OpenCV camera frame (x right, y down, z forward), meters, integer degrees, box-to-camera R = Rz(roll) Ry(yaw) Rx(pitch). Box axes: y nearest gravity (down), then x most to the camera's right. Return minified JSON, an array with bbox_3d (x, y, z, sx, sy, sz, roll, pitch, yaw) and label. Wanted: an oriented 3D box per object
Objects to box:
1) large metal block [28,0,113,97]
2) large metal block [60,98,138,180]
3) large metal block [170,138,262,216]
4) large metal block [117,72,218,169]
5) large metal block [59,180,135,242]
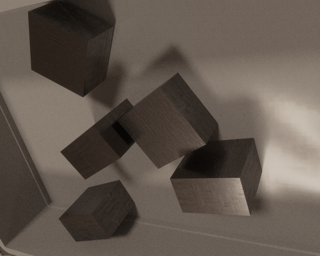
[{"bbox_3d":[-0.111,-0.098,0.383,0.080,0.050,0.079,28,134,10],"label":"large metal block"},{"bbox_3d":[-0.073,0.015,0.419,0.080,0.080,0.050,-33,100,38],"label":"large metal block"},{"bbox_3d":[0.070,0.056,0.370,0.080,0.080,0.050,-6,115,31],"label":"large metal block"},{"bbox_3d":[0.010,-0.007,0.382,0.080,0.050,0.080,-33,101,38],"label":"large metal block"},{"bbox_3d":[-0.102,0.136,0.509,0.080,0.080,0.050,-19,108,35],"label":"large metal block"}]
